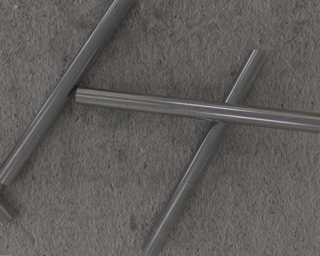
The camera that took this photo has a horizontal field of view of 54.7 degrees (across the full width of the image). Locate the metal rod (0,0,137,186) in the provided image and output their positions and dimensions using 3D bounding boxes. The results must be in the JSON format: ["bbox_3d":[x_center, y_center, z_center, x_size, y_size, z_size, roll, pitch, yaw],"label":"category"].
[{"bbox_3d":[-0.123,-0.056,0.408,0.025,0.025,0.299,34,90,0],"label":"metal rod"}]

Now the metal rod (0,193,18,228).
[{"bbox_3d":[-0.296,0.009,0.407,0.025,0.025,0.300,-41,90,0],"label":"metal rod"}]

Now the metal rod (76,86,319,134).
[{"bbox_3d":[0.042,-0.024,0.390,0.301,0.025,0.025,7,90,8],"label":"metal rod"}]

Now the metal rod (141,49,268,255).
[{"bbox_3d":[0.058,0.033,0.410,0.025,0.025,0.299,29,90,0],"label":"metal rod"}]
